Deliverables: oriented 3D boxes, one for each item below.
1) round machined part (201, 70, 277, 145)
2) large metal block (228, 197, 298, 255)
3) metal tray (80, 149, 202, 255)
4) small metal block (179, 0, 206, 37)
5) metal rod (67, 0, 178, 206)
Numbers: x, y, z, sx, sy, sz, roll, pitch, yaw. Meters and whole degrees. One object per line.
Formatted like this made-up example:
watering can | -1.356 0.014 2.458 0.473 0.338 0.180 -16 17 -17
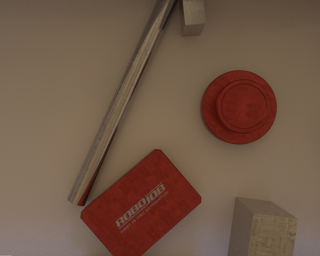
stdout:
round machined part | 0.104 -0.027 0.404 0.099 0.042 0.097 0 90 -1
large metal block | 0.124 0.137 0.386 0.050 0.080 0.080 8 90 0
metal tray | -0.024 0.100 0.403 0.130 0.030 0.090 -40 90 -6
small metal block | 0.040 -0.151 0.399 0.025 0.050 0.050 -6 90 0
metal rod | -0.049 -0.039 0.410 0.025 0.025 0.299 24 90 -1
